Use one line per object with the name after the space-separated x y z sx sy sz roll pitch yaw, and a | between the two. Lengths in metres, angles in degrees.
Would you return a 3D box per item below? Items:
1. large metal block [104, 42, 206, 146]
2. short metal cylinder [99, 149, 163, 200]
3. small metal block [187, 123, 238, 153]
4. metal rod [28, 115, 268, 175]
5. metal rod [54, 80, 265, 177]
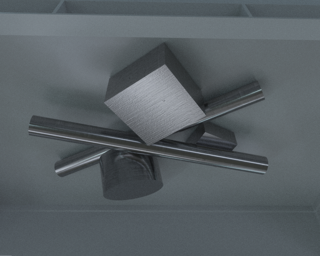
-0.004 -0.037 0.359 0.080 0.050 0.080 -29 125 22 | large metal block
-0.040 0.062 0.425 0.081 0.050 0.080 -10 153 -5 | short metal cylinder
0.069 0.023 0.425 0.050 0.025 0.050 21 127 -17 | small metal block
-0.007 0.024 0.394 0.302 0.025 0.025 10 129 -9 | metal rod
-0.013 0.008 0.413 0.300 0.025 0.025 -22 127 17 | metal rod
